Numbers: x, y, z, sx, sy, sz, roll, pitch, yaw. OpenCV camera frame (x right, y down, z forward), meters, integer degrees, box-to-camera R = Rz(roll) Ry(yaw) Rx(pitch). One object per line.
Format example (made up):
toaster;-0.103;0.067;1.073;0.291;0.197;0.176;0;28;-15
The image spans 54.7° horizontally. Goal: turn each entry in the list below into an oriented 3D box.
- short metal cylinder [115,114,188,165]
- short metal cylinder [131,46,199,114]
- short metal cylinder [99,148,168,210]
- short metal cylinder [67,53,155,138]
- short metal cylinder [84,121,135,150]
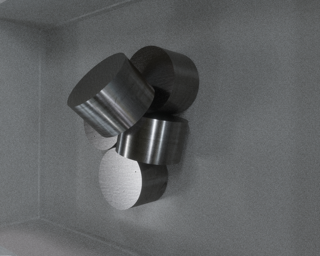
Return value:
short metal cylinder;-0.010;0.008;0.376;0.080;0.081;0.050;17;101;38
short metal cylinder;0.001;-0.057;0.386;0.080;0.050;0.079;0;90;39
short metal cylinder;-0.037;0.064;0.416;0.080;0.050;0.079;0;90;39
short metal cylinder;-0.053;-0.036;0.339;0.080;0.050;0.080;-29;33;21
short metal cylinder;-0.062;-0.010;0.437;0.080;0.050;0.079;0;90;39
